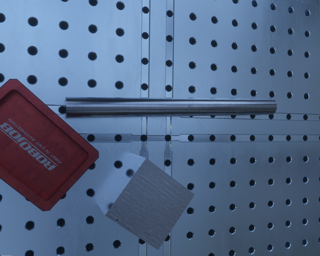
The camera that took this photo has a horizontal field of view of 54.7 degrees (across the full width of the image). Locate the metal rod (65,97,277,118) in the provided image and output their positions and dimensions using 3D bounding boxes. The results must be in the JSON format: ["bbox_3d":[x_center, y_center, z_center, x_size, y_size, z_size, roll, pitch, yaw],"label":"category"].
[{"bbox_3d":[0.029,-0.029,0.423,0.303,0.025,0.025,-2,91,-20],"label":"metal rod"}]

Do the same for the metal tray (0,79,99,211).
[{"bbox_3d":[-0.148,0.020,0.355,0.130,0.030,0.090,45,76,-15],"label":"metal tray"}]

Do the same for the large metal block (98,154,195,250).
[{"bbox_3d":[-0.018,0.091,0.393,0.080,0.050,0.080,39,78,-16],"label":"large metal block"}]
